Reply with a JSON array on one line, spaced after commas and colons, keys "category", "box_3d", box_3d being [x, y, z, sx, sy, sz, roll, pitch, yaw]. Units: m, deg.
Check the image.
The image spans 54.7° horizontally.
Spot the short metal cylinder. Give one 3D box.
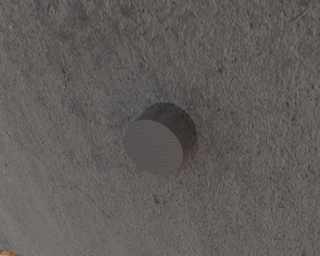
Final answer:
[{"category": "short metal cylinder", "box_3d": [0.001, 0.013, 0.399, 0.080, 0.050, 0.079, 13, 124, 20]}]
